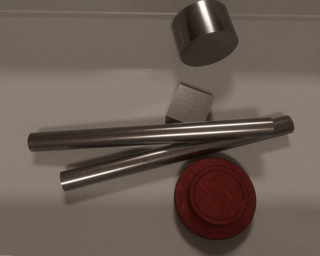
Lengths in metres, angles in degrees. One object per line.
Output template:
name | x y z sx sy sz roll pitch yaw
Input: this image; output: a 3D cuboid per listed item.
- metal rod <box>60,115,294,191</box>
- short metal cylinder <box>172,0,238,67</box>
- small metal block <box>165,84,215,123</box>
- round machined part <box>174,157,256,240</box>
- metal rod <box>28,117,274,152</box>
metal rod | 0.026 0.031 0.398 0.302 0.025 0.025 -14 71 -6
short metal cylinder | 0.061 -0.128 0.428 0.081 0.080 0.050 -12 71 -5
small metal block | 0.040 -0.025 0.419 0.050 0.025 0.050 21 71 7
round machined part | 0.067 0.082 0.371 0.099 0.042 0.098 0 70 -1
metal rod | -0.015 0.009 0.389 0.302 0.025 0.025 -4 70 5
